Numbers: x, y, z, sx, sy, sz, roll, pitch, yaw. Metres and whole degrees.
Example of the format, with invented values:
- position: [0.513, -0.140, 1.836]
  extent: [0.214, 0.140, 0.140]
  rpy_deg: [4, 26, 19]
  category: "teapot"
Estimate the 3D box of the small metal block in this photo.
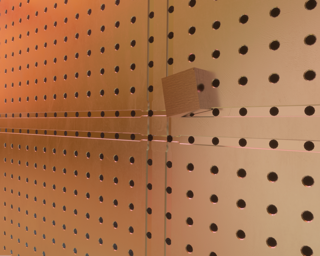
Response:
- position: [0.032, -0.042, 0.384]
  extent: [0.050, 0.025, 0.050]
  rpy_deg: [-13, 82, 39]
  category: "small metal block"
